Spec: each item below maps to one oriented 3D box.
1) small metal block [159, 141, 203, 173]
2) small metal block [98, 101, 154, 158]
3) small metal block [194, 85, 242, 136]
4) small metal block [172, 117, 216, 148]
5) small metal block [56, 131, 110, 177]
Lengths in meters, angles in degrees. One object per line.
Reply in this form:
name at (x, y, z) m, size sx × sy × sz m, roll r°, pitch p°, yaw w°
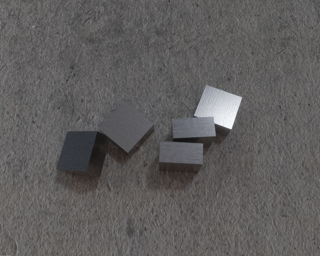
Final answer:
small metal block at (0.025, 0.037, 0.381) m, size 0.050 × 0.050 × 0.025 m, roll 3°, pitch 70°, yaw 1°
small metal block at (-0.043, 0.002, 0.407) m, size 0.050 × 0.025 × 0.050 m, roll 38°, pitch 74°, yaw 12°
small metal block at (0.076, -0.023, 0.415) m, size 0.050 × 0.025 × 0.050 m, roll 21°, pitch 68°, yaw 7°
small metal block at (0.040, 0.007, 0.392) m, size 0.050 × 0.050 × 0.025 m, roll -3°, pitch 71°, yaw -1°
small metal block at (-0.095, 0.032, 0.385) m, size 0.050 × 0.025 × 0.050 m, roll -1°, pitch 67°, yaw 30°
